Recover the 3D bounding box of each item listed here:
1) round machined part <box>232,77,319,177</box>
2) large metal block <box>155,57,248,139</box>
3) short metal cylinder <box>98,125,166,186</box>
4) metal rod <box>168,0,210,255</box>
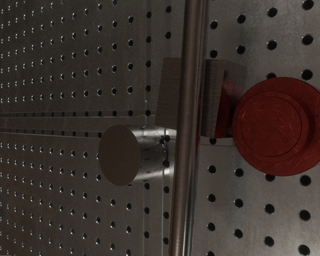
[{"bbox_3d":[0.115,-0.001,0.303,0.098,0.042,0.097,0,90,39],"label":"round machined part"},{"bbox_3d":[0.046,-0.035,0.354,0.080,0.050,0.079,13,98,39],"label":"large metal block"},{"bbox_3d":[-0.038,0.035,0.423,0.080,0.050,0.079,0,90,39],"label":"short metal cylinder"},{"bbox_3d":[0.031,-0.016,0.317,0.025,0.025,0.298,6,94,39],"label":"metal rod"}]
